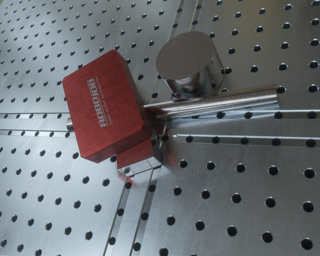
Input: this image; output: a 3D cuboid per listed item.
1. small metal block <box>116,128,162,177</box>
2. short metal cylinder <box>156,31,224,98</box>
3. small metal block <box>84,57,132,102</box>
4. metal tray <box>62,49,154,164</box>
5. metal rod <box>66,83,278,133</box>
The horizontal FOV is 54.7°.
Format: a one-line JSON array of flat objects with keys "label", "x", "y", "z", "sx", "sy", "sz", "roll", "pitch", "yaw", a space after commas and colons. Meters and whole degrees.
[{"label": "small metal block", "x": -0.029, "y": 0.029, "z": 0.403, "sx": 0.050, "sy": 0.025, "sz": 0.050, "roll": -21, "pitch": 54, "yaw": 15}, {"label": "short metal cylinder", "x": 0.041, "y": -0.083, "z": 0.420, "sx": 0.080, "sy": 0.050, "sz": 0.080, "roll": -13, "pitch": 56, "yaw": 20}, {"label": "small metal block", "x": -0.080, "y": -0.074, "z": 0.477, "sx": 0.050, "sy": 0.050, "sz": 0.025, "roll": -28, "pitch": 53, "yaw": 10}, {"label": "metal tray", "x": -0.073, "y": -0.030, "z": 0.410, "sx": 0.090, "sy": 0.030, "sz": 0.130, "roll": -27, "pitch": 64, "yaw": 11}, {"label": "metal rod", "x": 0.000, "y": -0.022, "z": 0.421, "sx": 0.301, "sy": 0.025, "sz": 0.025, "roll": -7, "pitch": 59, "yaw": 23}]
